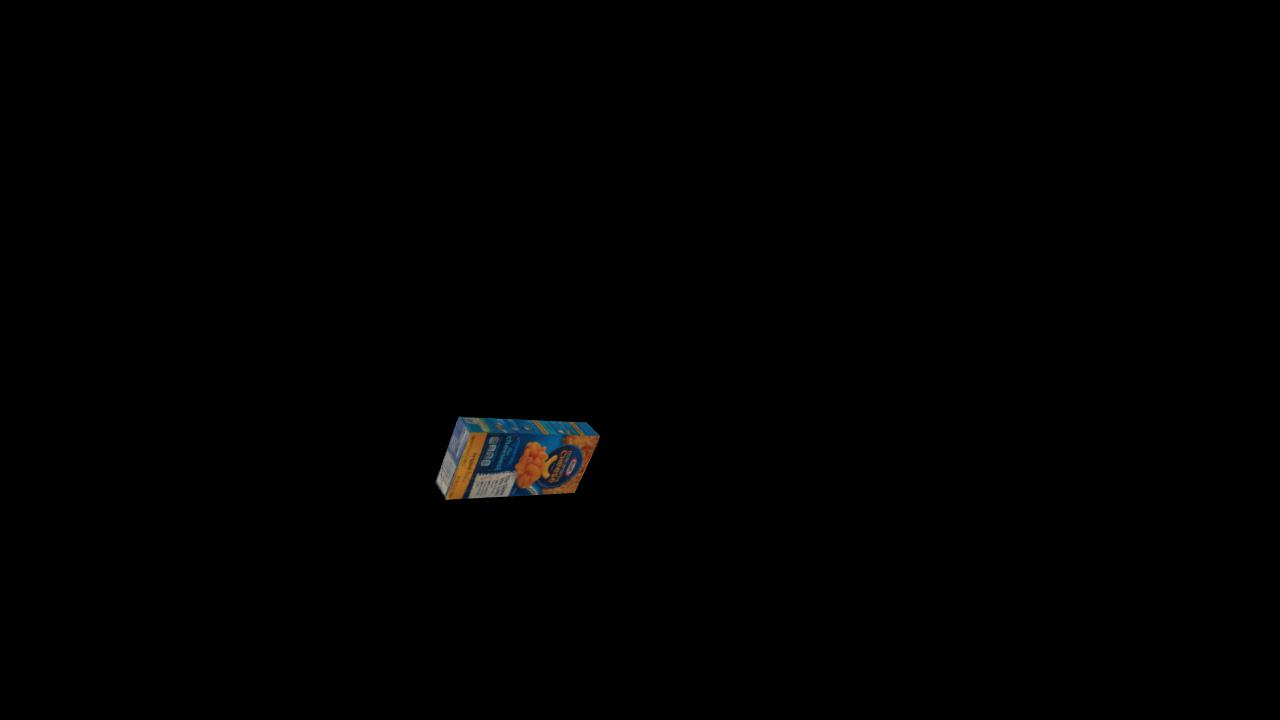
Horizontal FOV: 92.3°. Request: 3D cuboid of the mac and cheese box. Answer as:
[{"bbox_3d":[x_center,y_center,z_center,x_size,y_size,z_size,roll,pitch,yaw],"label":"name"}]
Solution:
[{"bbox_3d":[-0.143,0.119,0.743,0.184,0.093,0.041,8,22,-43],"label":"mac and cheese box"}]
